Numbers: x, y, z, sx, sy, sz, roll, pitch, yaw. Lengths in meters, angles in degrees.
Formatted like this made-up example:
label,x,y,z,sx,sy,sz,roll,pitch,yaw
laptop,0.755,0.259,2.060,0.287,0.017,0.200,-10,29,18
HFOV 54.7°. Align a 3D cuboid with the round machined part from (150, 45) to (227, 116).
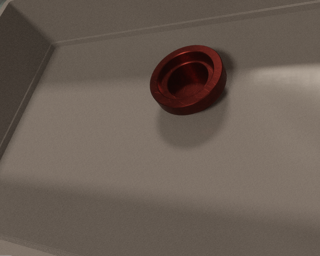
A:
label,x,y,z,sx,sy,sz,roll,pitch,yaw
round machined part,0.040,-0.058,0.408,0.098,0.042,0.098,-13,56,20
